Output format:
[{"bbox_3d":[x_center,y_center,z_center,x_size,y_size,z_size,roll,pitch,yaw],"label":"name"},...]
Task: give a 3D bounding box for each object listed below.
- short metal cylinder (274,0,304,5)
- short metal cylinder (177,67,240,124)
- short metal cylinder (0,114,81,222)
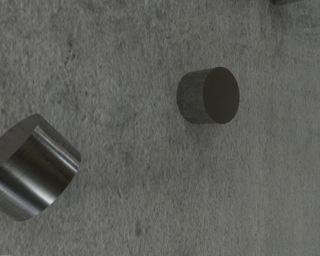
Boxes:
[{"bbox_3d":[0.256,-0.270,0.587,0.081,0.080,0.050,-19,102,-39],"label":"short metal cylinder"},{"bbox_3d":[0.071,-0.045,0.450,0.081,0.050,0.079,0,90,-40],"label":"short metal cylinder"},{"bbox_3d":[-0.118,0.033,0.271,0.050,0.080,0.080,52,60,-28],"label":"short metal cylinder"}]
